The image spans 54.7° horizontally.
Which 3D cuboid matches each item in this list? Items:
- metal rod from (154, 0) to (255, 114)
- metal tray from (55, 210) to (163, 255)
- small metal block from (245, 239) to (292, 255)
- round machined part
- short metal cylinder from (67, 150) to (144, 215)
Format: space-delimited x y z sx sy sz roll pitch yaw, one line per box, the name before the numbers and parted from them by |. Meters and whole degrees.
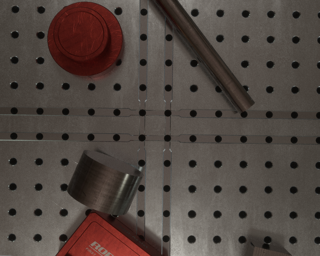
metal rod | 0.026 -0.146 0.413 0.025 0.025 0.299 -37 90 0
metal tray | -0.063 0.179 0.410 0.130 0.030 0.090 38 90 -1
small metal block | 0.142 0.184 0.415 0.050 0.025 0.050 14 90 -1
round machined part | -0.098 -0.117 0.404 0.099 0.042 0.097 0 90 -1
short metal cylinder | -0.067 0.066 0.385 0.080 0.080 0.050 24 90 -1
